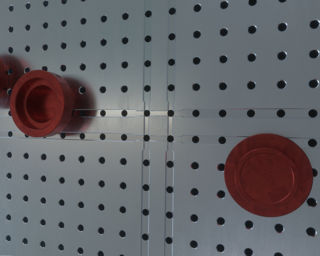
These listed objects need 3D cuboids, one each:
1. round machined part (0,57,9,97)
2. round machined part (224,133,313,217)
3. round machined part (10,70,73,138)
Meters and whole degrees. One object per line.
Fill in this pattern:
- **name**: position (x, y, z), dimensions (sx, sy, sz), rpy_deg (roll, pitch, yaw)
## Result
- **round machined part**: position (-0.290, -0.082, 0.507), dimensions (0.098, 0.042, 0.097), rpy_deg (0, 90, 20)
- **round machined part**: position (0.124, 0.055, 0.360), dimensions (0.098, 0.042, 0.097), rpy_deg (0, 90, 20)
- **round machined part**: position (-0.171, -0.035, 0.465), dimensions (0.098, 0.042, 0.097), rpy_deg (0, 90, 20)
